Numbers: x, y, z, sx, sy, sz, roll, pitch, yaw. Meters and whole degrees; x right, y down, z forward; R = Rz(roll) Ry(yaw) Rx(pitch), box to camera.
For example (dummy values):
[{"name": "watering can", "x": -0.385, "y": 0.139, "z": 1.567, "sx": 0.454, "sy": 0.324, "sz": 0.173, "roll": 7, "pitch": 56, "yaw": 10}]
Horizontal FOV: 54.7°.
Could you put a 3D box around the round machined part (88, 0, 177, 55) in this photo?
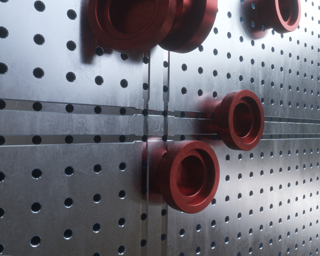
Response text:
[{"name": "round machined part", "x": -0.028, "y": -0.131, "z": 0.348, "sx": 0.042, "sy": 0.098, "sz": 0.097, "roll": 6, "pitch": 85, "yaw": -69}]

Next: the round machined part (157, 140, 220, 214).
[{"name": "round machined part", "x": 0.035, "y": 0.065, "z": 0.430, "sx": 0.099, "sy": 0.042, "sz": 0.097, "roll": 0, "pitch": 90, "yaw": -40}]

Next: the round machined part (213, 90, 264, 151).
[{"name": "round machined part", "x": 0.125, "y": -0.012, "z": 0.506, "sx": 0.099, "sy": 0.042, "sz": 0.097, "roll": 0, "pitch": 90, "yaw": -40}]

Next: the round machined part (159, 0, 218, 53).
[{"name": "round machined part", "x": 0.019, "y": -0.144, "z": 0.379, "sx": 0.042, "sy": 0.098, "sz": 0.097, "roll": 0, "pitch": 90, "yaw": -41}]

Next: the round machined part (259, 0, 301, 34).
[{"name": "round machined part", "x": 0.225, "y": -0.229, "z": 0.590, "sx": 0.099, "sy": 0.042, "sz": 0.097, "roll": 0, "pitch": 90, "yaw": -40}]
